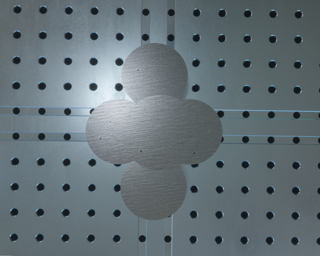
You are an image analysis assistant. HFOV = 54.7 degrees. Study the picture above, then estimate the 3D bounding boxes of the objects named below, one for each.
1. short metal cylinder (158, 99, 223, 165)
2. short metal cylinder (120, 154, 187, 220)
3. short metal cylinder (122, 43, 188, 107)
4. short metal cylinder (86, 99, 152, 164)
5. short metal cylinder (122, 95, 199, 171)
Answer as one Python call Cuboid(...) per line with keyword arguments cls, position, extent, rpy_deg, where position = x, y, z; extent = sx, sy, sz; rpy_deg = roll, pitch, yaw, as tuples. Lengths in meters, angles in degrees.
Cuboid(cls="short metal cylinder", position=(0.036, 0.005, 0.400), extent=(0.081, 0.050, 0.079), rpy_deg=(0, 90, 0))
Cuboid(cls="short metal cylinder", position=(-0.008, 0.072, 0.400), extent=(0.081, 0.050, 0.080), rpy_deg=(0, 88, -1))
Cuboid(cls="short metal cylinder", position=(-0.007, -0.064, 0.400), extent=(0.081, 0.050, 0.079), rpy_deg=(0, 90, -1))
Cuboid(cls="short metal cylinder", position=(-0.050, 0.004, 0.400), extent=(0.081, 0.050, 0.079), rpy_deg=(0, 90, 0))
Cuboid(cls="short metal cylinder", position=(0.001, 0.005, 0.350), extent=(0.081, 0.050, 0.079), rpy_deg=(0, 90, 0))
